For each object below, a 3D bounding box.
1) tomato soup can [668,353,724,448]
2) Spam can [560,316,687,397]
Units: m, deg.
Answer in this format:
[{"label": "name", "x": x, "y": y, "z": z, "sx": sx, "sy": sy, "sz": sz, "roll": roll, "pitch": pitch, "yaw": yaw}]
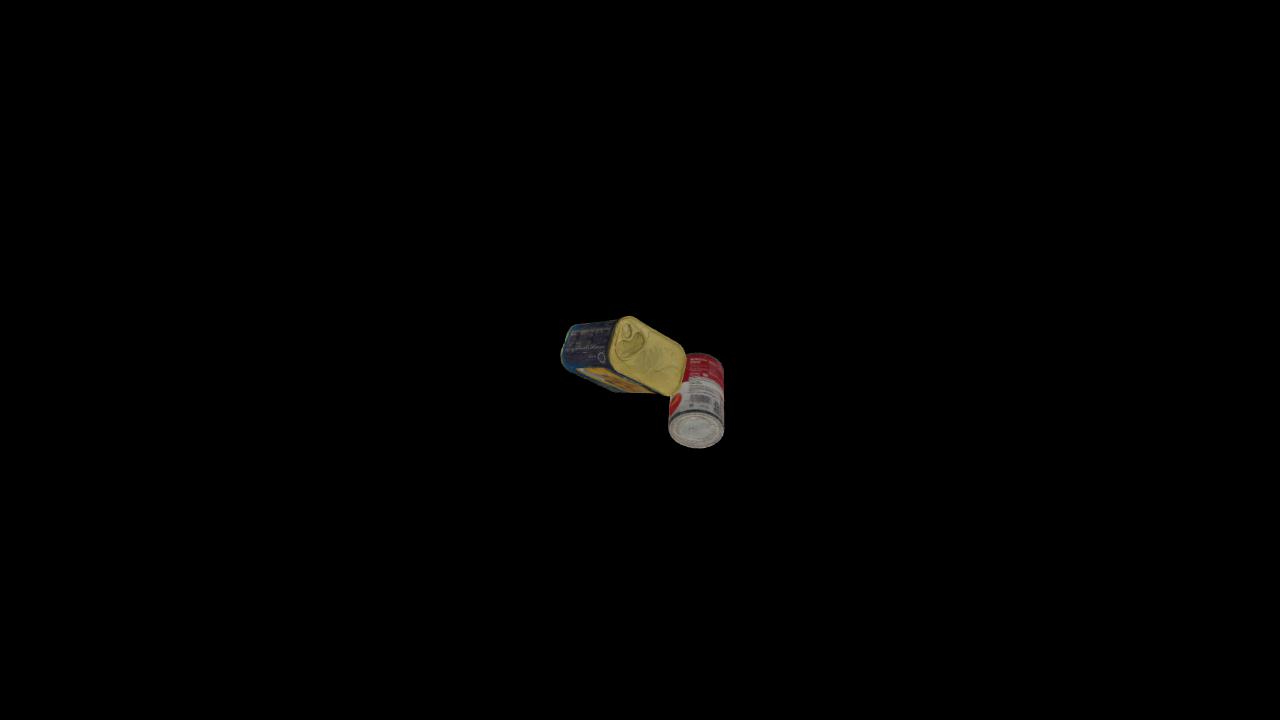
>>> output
[{"label": "tomato soup can", "x": 0.070, "y": 0.049, "z": 0.748, "sx": 0.068, "sy": 0.068, "sz": 0.101, "roll": 0, "pitch": 43, "yaw": 6}, {"label": "Spam can", "x": -0.018, "y": -0.001, "z": 0.633, "sx": 0.101, "sy": 0.058, "sz": 0.085, "roll": 29, "pitch": -21, "yaw": -38}]
